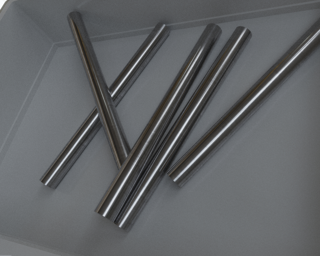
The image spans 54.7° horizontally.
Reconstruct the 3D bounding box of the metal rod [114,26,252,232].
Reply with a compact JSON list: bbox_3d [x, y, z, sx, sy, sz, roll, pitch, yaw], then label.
[{"bbox_3d":[0.034,-0.008,0.392,0.025,0.025,0.300,24,74,36],"label":"metal rod"}]

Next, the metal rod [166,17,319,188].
[{"bbox_3d":[0.122,-0.045,0.369,0.300,0.025,0.025,-45,51,-4],"label":"metal rod"}]

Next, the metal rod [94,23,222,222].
[{"bbox_3d":[0.008,-0.022,0.398,0.025,0.025,0.300,15,64,34],"label":"metal rod"}]

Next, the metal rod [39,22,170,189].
[{"bbox_3d":[-0.077,-0.041,0.471,0.025,0.025,0.300,26,75,37],"label":"metal rod"}]

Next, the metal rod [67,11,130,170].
[{"bbox_3d":[-0.093,-0.068,0.458,0.025,0.025,0.299,-29,61,10],"label":"metal rod"}]
